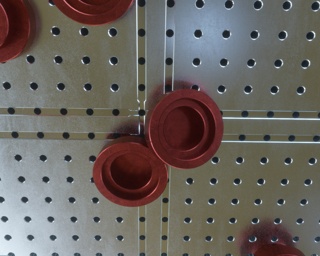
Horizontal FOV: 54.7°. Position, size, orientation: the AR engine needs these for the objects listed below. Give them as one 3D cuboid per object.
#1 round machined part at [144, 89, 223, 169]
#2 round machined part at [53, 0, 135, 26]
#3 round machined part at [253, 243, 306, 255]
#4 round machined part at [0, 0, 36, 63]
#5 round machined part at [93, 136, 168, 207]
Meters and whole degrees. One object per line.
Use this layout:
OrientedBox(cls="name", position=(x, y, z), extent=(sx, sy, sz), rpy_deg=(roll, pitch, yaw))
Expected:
OrientedBox(cls="round machined part", position=(0.027, 0.000, 0.392), extent=(0.099, 0.042, 0.097), rpy_deg=(-1, 94, -19))
OrientedBox(cls="round machined part", position=(-0.072, -0.165, 0.342), extent=(0.099, 0.042, 0.097), rpy_deg=(0, 110, -1))
OrientedBox(cls="round machined part", position=(0.185, 0.224, 0.490), extent=(0.099, 0.042, 0.097), rpy_deg=(0, 110, -1))
OrientedBox(cls="round machined part", position=(-0.200, -0.123, 0.356), extent=(0.099, 0.042, 0.097), rpy_deg=(0, 110, -1))
OrientedBox(cls="round machined part", position=(-0.038, 0.055, 0.423), extent=(0.099, 0.042, 0.097), rpy_deg=(1, 112, 2))
